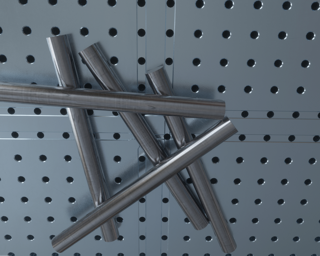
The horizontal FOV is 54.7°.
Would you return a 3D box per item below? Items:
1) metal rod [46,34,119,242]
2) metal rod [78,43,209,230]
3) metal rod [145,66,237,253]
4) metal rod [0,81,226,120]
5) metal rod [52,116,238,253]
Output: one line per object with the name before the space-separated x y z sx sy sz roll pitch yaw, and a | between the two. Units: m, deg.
metal rod | -0.099 0.028 0.422 0.025 0.025 0.298 -9 110 3
metal rod | -0.013 0.024 0.421 0.025 0.025 0.299 -29 108 10
metal rod | 0.050 0.057 0.435 0.025 0.025 0.299 -22 109 7
metal rod | -0.073 -0.034 0.373 0.302 0.025 0.025 5 110 -3
metal rod | -0.028 0.081 0.416 0.300 0.025 0.025 -36 107 12
